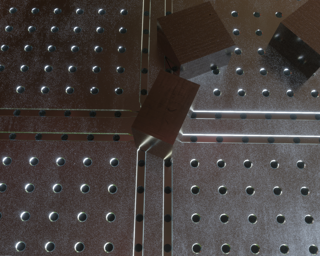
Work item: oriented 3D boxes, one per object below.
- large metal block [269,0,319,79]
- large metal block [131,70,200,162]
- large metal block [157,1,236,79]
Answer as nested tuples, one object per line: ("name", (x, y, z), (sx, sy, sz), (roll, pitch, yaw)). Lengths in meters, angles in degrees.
("large metal block", (0.223, -0.134, 0.450), (0.080, 0.050, 0.080), (-39, 75, -13))
("large metal block", (0.007, -0.012, 0.387), (0.050, 0.080, 0.080), (23, 72, 8))
("large metal block", (0.048, -0.123, 0.444), (0.080, 0.050, 0.080), (-22, 72, -8))
